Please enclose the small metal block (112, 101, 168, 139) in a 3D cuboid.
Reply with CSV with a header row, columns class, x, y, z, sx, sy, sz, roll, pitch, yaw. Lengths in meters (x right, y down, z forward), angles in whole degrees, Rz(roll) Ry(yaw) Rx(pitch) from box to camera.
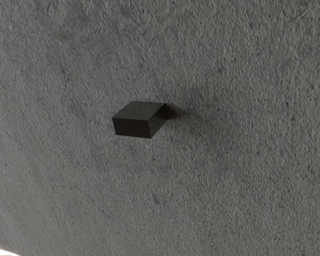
class,x,y,z,sx,sy,sz,roll,pitch,yaw
small metal block,-0.025,-0.012,0.396,0.050,0.050,0.025,5,121,25
